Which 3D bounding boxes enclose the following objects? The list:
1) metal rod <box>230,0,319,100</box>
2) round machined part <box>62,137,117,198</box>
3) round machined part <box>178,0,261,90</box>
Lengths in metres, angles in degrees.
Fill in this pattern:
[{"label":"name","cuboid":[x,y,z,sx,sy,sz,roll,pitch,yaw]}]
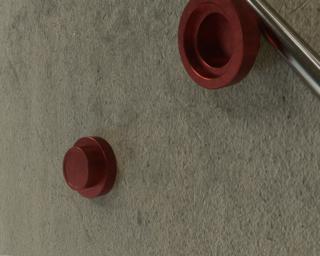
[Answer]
[{"label":"metal rod","cuboid":[0.087,-0.145,0.333,0.025,0.025,0.299,-46,63,30]},{"label":"round machined part","cuboid":[-0.117,0.063,0.491,0.098,0.042,0.097,0,90,40]},{"label":"round machined part","cuboid":[0.065,-0.092,0.326,0.098,0.042,0.097,32,130,48]}]
